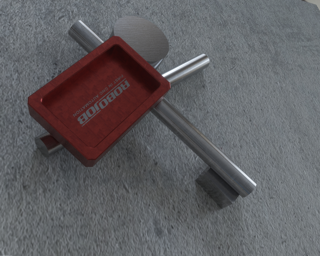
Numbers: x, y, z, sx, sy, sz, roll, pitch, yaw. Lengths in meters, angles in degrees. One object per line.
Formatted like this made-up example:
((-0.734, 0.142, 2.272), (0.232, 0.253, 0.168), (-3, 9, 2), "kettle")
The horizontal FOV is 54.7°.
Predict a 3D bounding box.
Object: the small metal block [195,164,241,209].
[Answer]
((0.083, 0.069, 0.410), (0.050, 0.025, 0.050), (47, 51, 5), "small metal block")

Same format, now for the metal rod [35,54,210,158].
((-0.026, -0.045, 0.420), (0.302, 0.025, 0.025), (-34, 81, -38), "metal rod")

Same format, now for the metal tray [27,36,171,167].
((-0.062, -0.033, 0.340), (0.090, 0.030, 0.131), (43, 62, 2), "metal tray")

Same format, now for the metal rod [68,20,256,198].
((0.002, -0.025, 0.391), (0.300, 0.025, 0.025), (43, 51, 1), "metal rod")

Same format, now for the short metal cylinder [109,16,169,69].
((-0.034, -0.110, 0.439), (0.081, 0.050, 0.080), (14, 56, -21), "short metal cylinder")
